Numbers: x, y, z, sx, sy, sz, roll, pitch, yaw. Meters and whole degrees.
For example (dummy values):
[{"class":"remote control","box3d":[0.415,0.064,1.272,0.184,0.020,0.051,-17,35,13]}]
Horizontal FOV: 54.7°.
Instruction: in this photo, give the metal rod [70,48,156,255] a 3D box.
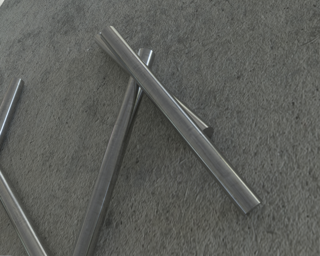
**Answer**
[{"class":"metal rod","box3d":[-0.057,0.031,0.396,0.025,0.025,0.299,5,70,30]}]

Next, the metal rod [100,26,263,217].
[{"class":"metal rod","box3d":[0.010,-0.026,0.372,0.025,0.025,0.300,-39,64,2]}]

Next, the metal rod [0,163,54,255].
[{"class":"metal rod","box3d":[-0.177,0.137,0.412,0.025,0.025,0.300,-49,51,-6]}]

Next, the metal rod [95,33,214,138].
[{"class":"metal rod","box3d":[-0.026,-0.076,0.463,0.025,0.025,0.300,-43,51,-1]}]

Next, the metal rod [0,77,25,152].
[{"class":"metal rod","box3d":[-0.289,0.039,0.531,0.025,0.025,0.299,-9,57,23]}]
